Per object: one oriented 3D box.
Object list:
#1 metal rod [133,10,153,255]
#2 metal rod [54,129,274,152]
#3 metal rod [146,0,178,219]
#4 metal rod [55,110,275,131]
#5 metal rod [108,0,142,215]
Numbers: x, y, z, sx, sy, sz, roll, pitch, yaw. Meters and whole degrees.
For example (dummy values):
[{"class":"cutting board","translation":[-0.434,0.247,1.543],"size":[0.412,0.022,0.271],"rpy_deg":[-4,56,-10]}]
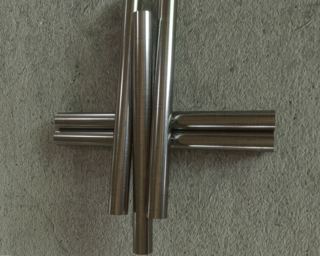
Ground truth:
[{"class":"metal rod","translation":[-0.022,0.005,0.390],"size":[0.025,0.025,0.298],"rpy_deg":[0,90,19]},{"class":"metal rod","translation":[-0.008,0.015,0.413],"size":[0.301,0.025,0.025],"rpy_deg":[0,90,19]},{"class":"metal rod","translation":[0.004,-0.042,0.385],"size":[0.025,0.025,0.298],"rpy_deg":[0,82,19]},{"class":"metal rod","translation":[-0.007,-0.010,0.413],"size":[0.301,0.025,0.025],"rpy_deg":[0,90,19]},{"class":"metal rod","translation":[-0.044,-0.042,0.402],"size":[0.025,0.025,0.298],"rpy_deg":[0,82,19]}]
